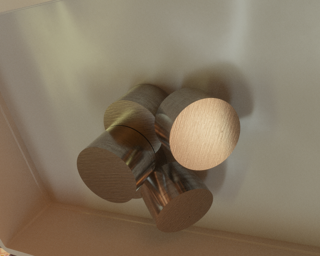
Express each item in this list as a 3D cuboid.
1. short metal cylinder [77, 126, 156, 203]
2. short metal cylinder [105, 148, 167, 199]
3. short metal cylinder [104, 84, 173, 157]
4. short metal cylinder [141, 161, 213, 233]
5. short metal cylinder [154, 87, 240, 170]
[{"bbox_3d":[-0.052,0.044,0.377,0.080,0.050,0.079,13,124,20],"label":"short metal cylinder"},{"bbox_3d":[-0.038,0.054,0.443,0.080,0.050,0.079,13,124,20],"label":"short metal cylinder"},{"bbox_3d":[-0.024,-0.009,0.395,0.080,0.050,0.079,13,124,20],"label":"short metal cylinder"},{"bbox_3d":[0.022,0.090,0.405,0.050,0.081,0.079,54,144,44],"label":"short metal cylinder"},{"bbox_3d":[0.040,0.000,0.342,0.081,0.050,0.079,-7,111,-17],"label":"short metal cylinder"}]
